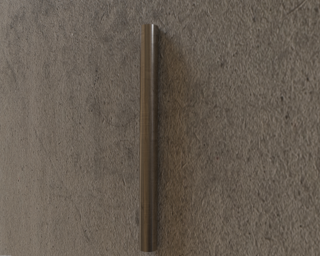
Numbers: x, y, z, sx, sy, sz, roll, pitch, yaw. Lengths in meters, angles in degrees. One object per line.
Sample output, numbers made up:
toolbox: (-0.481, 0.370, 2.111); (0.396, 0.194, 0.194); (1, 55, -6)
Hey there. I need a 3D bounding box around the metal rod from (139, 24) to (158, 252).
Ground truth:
metal rod: (-0.015, 0.013, 0.417); (0.025, 0.025, 0.298); (0, 90, 39)
